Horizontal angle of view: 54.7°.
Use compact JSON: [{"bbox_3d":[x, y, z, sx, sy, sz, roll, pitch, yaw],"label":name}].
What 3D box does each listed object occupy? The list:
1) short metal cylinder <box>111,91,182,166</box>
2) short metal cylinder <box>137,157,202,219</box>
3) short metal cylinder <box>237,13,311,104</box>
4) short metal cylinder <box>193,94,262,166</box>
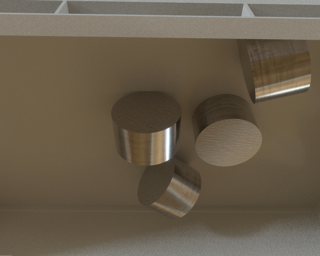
[{"bbox_3d":[-0.015,-0.001,0.372,0.081,0.080,0.050,0,130,0],"label":"short metal cylinder"},{"bbox_3d":[0.013,0.082,0.443,0.050,0.080,0.080,34,122,-25],"label":"short metal cylinder"},{"bbox_3d":[0.113,-0.069,0.315,0.050,0.080,0.080,-13,129,11],"label":"short metal cylinder"},{"bbox_3d":[0.083,0.004,0.396,0.081,0.050,0.079,0,130,0],"label":"short metal cylinder"}]
